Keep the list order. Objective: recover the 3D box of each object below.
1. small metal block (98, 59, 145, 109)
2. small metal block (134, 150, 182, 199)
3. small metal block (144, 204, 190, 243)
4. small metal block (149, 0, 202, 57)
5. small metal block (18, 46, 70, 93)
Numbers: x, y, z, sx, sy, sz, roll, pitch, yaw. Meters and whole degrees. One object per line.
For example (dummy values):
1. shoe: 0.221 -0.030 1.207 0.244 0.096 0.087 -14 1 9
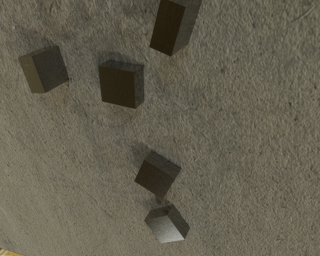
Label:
1. small metal block: -0.049 -0.057 0.397 0.050 0.025 0.050 14 124 20
2. small metal block: -0.004 0.068 0.451 0.050 0.025 0.050 31 128 8
3. small metal block: 0.011 0.154 0.496 0.050 0.025 0.050 -25 105 37
4. small metal block: 0.017 -0.107 0.316 0.025 0.050 0.050 27 128 12
5. small metal block: -0.157 -0.080 0.424 0.025 0.050 0.050 3 120 27
